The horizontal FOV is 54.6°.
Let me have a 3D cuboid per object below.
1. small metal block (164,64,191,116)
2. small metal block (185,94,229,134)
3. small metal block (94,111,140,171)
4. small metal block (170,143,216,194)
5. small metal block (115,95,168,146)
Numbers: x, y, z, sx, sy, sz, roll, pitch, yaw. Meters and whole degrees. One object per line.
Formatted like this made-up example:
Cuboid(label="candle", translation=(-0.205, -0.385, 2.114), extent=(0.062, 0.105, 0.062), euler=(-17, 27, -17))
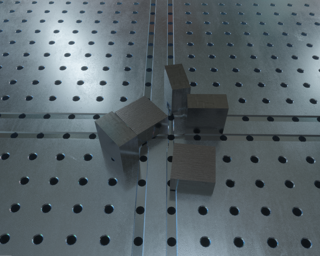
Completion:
Cuboid(label="small metal block", translation=(0.023, -0.054, 0.437), extent=(0.025, 0.050, 0.050), euler=(-9, 51, -7))
Cuboid(label="small metal block", translation=(0.060, -0.018, 0.407), extent=(0.050, 0.050, 0.025), euler=(0, 50, 0))
Cuboid(label="small metal block", translation=(-0.052, 0.016, 0.378), extent=(0.025, 0.050, 0.050), euler=(-33, 58, -24))
Cuboid(label="small metal block", translation=(0.039, 0.047, 0.368), extent=(0.050, 0.025, 0.050), euler=(5, 50, 4))
Cuboid(label="small metal block", translation=(-0.025, -0.010, 0.416), extent=(0.050, 0.025, 0.050), euler=(-32, 57, -24))
